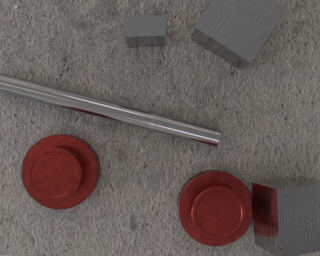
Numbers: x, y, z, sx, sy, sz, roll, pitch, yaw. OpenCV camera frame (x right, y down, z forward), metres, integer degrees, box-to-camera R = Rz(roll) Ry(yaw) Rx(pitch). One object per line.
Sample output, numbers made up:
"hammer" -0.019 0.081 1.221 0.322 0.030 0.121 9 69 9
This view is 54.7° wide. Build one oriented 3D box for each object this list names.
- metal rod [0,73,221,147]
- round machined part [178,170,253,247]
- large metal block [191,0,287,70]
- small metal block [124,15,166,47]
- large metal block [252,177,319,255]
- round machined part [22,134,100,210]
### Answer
"metal rod" -0.069 -0.024 0.409 0.302 0.025 0.025 14 90 0
"round machined part" 0.073 0.106 0.402 0.099 0.042 0.097 0 90 0
"large metal block" 0.098 -0.133 0.398 0.080 0.050 0.080 33 90 0
"small metal block" -0.018 -0.123 0.397 0.050 0.050 0.025 -2 90 0
"large metal block" 0.166 0.108 0.388 0.081 0.050 0.079 -3 90 -17
"round machined part" -0.130 0.057 0.400 0.099 0.042 0.097 0 90 0
